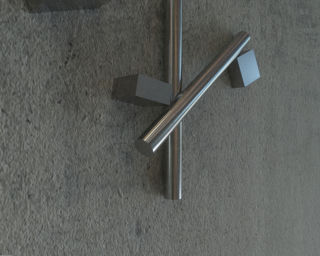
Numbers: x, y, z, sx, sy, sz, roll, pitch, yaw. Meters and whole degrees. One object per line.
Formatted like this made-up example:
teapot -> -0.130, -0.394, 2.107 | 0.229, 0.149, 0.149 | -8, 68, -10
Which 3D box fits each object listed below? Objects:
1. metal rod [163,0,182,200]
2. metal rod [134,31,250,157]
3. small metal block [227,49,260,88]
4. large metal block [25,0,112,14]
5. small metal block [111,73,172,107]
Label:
metal rod -> 0.018, -0.055, 0.421 | 0.025, 0.025, 0.298 | 0, 90, -40
metal rod -> 0.062, -0.065, 0.433 | 0.301, 0.025, 0.025 | -48, 119, -38
small metal block -> 0.141, -0.101, 0.525 | 0.050, 0.025, 0.050 | -32, 110, -36
large metal block -> -0.095, -0.165, 0.309 | 0.081, 0.050, 0.079 | -23, 105, -38
small metal block -> -0.022, -0.043, 0.372 | 0.050, 0.050, 0.025 | 12, 82, -40
